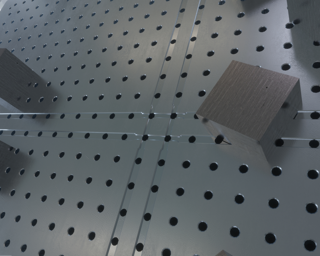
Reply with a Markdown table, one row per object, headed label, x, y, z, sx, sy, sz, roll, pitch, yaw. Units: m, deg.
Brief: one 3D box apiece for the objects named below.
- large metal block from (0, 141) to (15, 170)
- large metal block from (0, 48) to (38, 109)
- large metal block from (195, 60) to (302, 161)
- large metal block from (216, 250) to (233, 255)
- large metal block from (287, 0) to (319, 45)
| label | x | y | z | sx | sy | sz | roll | pitch | yaw |
| --- | --- | --- | --- | --- | --- | --- | --- | --- | --- |
| large metal block | -0.312 | 0.048 | 0.528 | 0.080 | 0.050 | 0.080 | 16 | 70 | 34 |
| large metal block | -0.295 | -0.094 | 0.588 | 0.050 | 0.080 | 0.080 | 10 | 67 | 32 |
| large metal block | 0.102 | -0.022 | 0.353 | 0.080 | 0.050 | 0.080 | 27 | 77 | 37 |
| large metal block | 0.053 | 0.166 | 0.263 | 0.080 | 0.050 | 0.080 | -39 | 51 | 2 |
| large metal block | 0.194 | -0.151 | 0.364 | 0.050 | 0.080 | 0.080 | -32 | 52 | 8 |
